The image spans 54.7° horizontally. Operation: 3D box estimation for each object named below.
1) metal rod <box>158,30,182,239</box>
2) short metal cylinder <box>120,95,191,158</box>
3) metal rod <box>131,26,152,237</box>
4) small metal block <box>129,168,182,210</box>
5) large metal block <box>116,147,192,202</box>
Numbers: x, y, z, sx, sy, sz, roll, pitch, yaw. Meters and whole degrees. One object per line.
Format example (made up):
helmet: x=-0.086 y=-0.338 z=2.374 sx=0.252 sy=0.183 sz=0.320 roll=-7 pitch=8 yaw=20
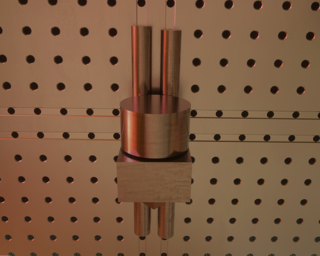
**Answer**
metal rod: x=0.011 y=0.022 z=0.423 sx=0.025 sy=0.025 sz=0.298 roll=1 pitch=110 yaw=-1
short metal cylinder: x=-0.006 y=-0.005 z=0.360 sx=0.081 sy=0.080 sz=0.050 roll=1 pitch=110 yaw=-1
metal rod: x=-0.024 y=0.018 z=0.421 sx=0.025 sy=0.025 sz=0.298 roll=1 pitch=110 yaw=-1
small metal block: x=-0.007 y=0.075 z=0.403 sx=0.050 sy=0.050 sz=0.025 roll=-18 pitch=118 yaw=-42
large metal block: x=-0.006 y=0.046 z=0.374 sx=0.081 sy=0.080 sz=0.050 roll=0 pitch=110 yaw=-1
